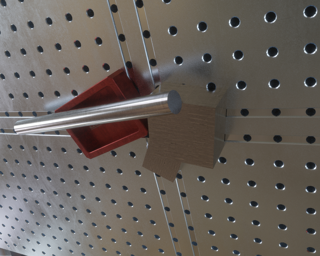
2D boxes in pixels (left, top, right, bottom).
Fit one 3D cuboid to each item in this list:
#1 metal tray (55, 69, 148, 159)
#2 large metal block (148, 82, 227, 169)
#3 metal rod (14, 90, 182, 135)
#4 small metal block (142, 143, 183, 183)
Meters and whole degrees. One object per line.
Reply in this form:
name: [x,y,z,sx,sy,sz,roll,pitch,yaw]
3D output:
metal tray: [-0.079,-0.015,0.438,0.130,0.030,0.090,-23,106,36]
large metal block: [0.033,-0.005,0.373,0.080,0.050,0.079,10,123,22]
metal rod: [-0.103,-0.014,0.405,0.300,0.025,0.025,-6,116,37]
small metal block: [0.008,0.041,0.431,0.050,0.025,0.050,26,128,11]
